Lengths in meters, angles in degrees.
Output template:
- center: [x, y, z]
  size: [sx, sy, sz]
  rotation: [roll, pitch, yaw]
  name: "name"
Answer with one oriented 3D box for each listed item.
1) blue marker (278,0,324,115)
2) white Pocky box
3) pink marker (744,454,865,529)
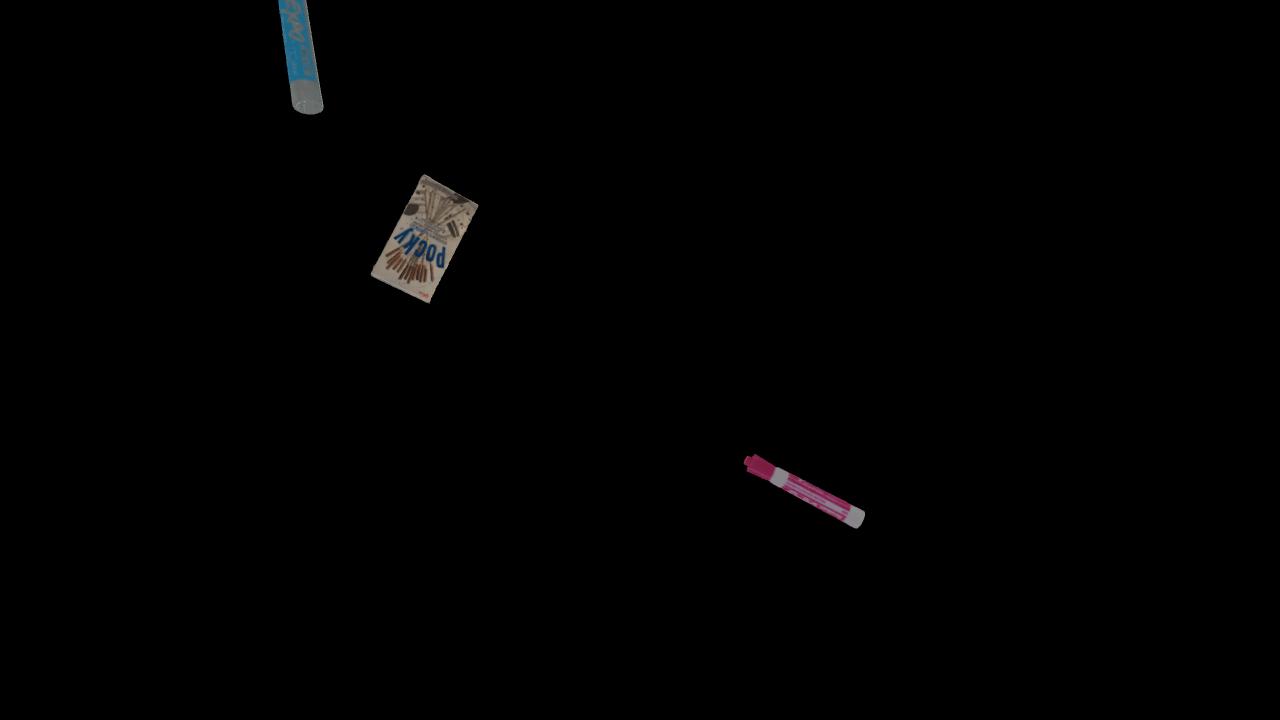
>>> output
- center: [-0.235, -0.228, 0.421]
  size: [0.020, 0.121, 0.020]
  rotation: [-11, -7, -1]
  name: "blue marker"
- center: [-0.292, -0.164, 0.837]
  size: [0.084, 0.154, 0.028]
  rotation: [27, -9, -21]
  name: "white Pocky box"
- center: [0.155, 0.124, 0.586]
  size: [0.121, 0.020, 0.020]
  rotation: [27, 3, 5]
  name: "pink marker"
